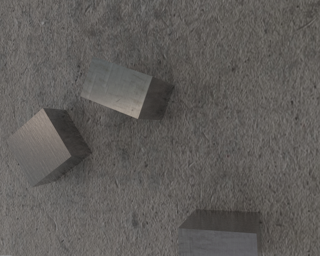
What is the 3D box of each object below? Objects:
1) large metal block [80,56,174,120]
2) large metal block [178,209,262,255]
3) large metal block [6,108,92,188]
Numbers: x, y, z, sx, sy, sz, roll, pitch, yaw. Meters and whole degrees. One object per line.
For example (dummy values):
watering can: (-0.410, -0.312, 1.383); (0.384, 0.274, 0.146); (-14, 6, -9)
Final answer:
large metal block: (-0.038, -0.048, 0.393); (0.080, 0.080, 0.050); (22, 97, 18)
large metal block: (0.072, 0.130, 0.354); (0.080, 0.080, 0.050); (-3, 89, 20)
large metal block: (-0.162, 0.028, 0.453); (0.080, 0.050, 0.080); (-37, 78, 16)
